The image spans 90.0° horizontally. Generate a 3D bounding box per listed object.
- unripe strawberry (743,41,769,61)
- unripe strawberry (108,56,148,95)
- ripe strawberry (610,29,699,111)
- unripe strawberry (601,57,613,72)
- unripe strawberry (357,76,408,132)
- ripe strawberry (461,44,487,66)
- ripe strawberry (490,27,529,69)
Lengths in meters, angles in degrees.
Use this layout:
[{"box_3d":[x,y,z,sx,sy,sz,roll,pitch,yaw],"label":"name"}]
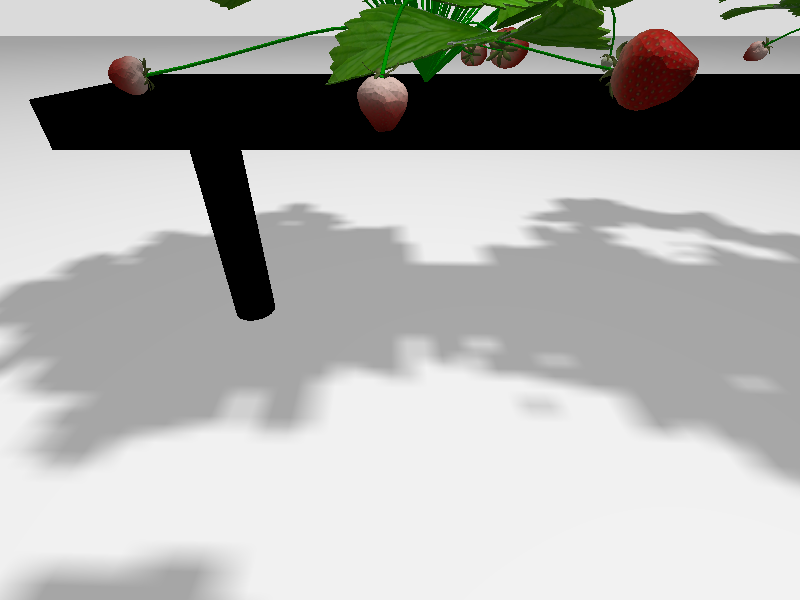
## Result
[{"box_3d":[0.401,-0.279,0.451,0.023,0.020,0.021,-12,1,-17],"label":"unripe strawberry"},{"box_3d":[-0.165,-0.136,0.243,0.020,0.021,0.018,-13,37,-17],"label":"unripe strawberry"},{"box_3d":[0.130,-0.117,0.205,0.035,0.037,0.037,-28,44,-35],"label":"ripe strawberry"},{"box_3d":[0.184,-0.209,0.355,0.011,0.012,0.011,-12,36,-17],"label":"unripe strawberry"},{"box_3d":[-0.007,-0.081,0.167,0.021,0.021,0.018,5,31,8],"label":"unripe strawberry"},{"box_3d":[0.075,-0.250,0.405,0.027,0.023,0.027,14,36,20],"label":"ripe strawberry"},{"box_3d":[0.106,-0.241,0.383,0.037,0.033,0.034,25,41,32],"label":"ripe strawberry"}]
